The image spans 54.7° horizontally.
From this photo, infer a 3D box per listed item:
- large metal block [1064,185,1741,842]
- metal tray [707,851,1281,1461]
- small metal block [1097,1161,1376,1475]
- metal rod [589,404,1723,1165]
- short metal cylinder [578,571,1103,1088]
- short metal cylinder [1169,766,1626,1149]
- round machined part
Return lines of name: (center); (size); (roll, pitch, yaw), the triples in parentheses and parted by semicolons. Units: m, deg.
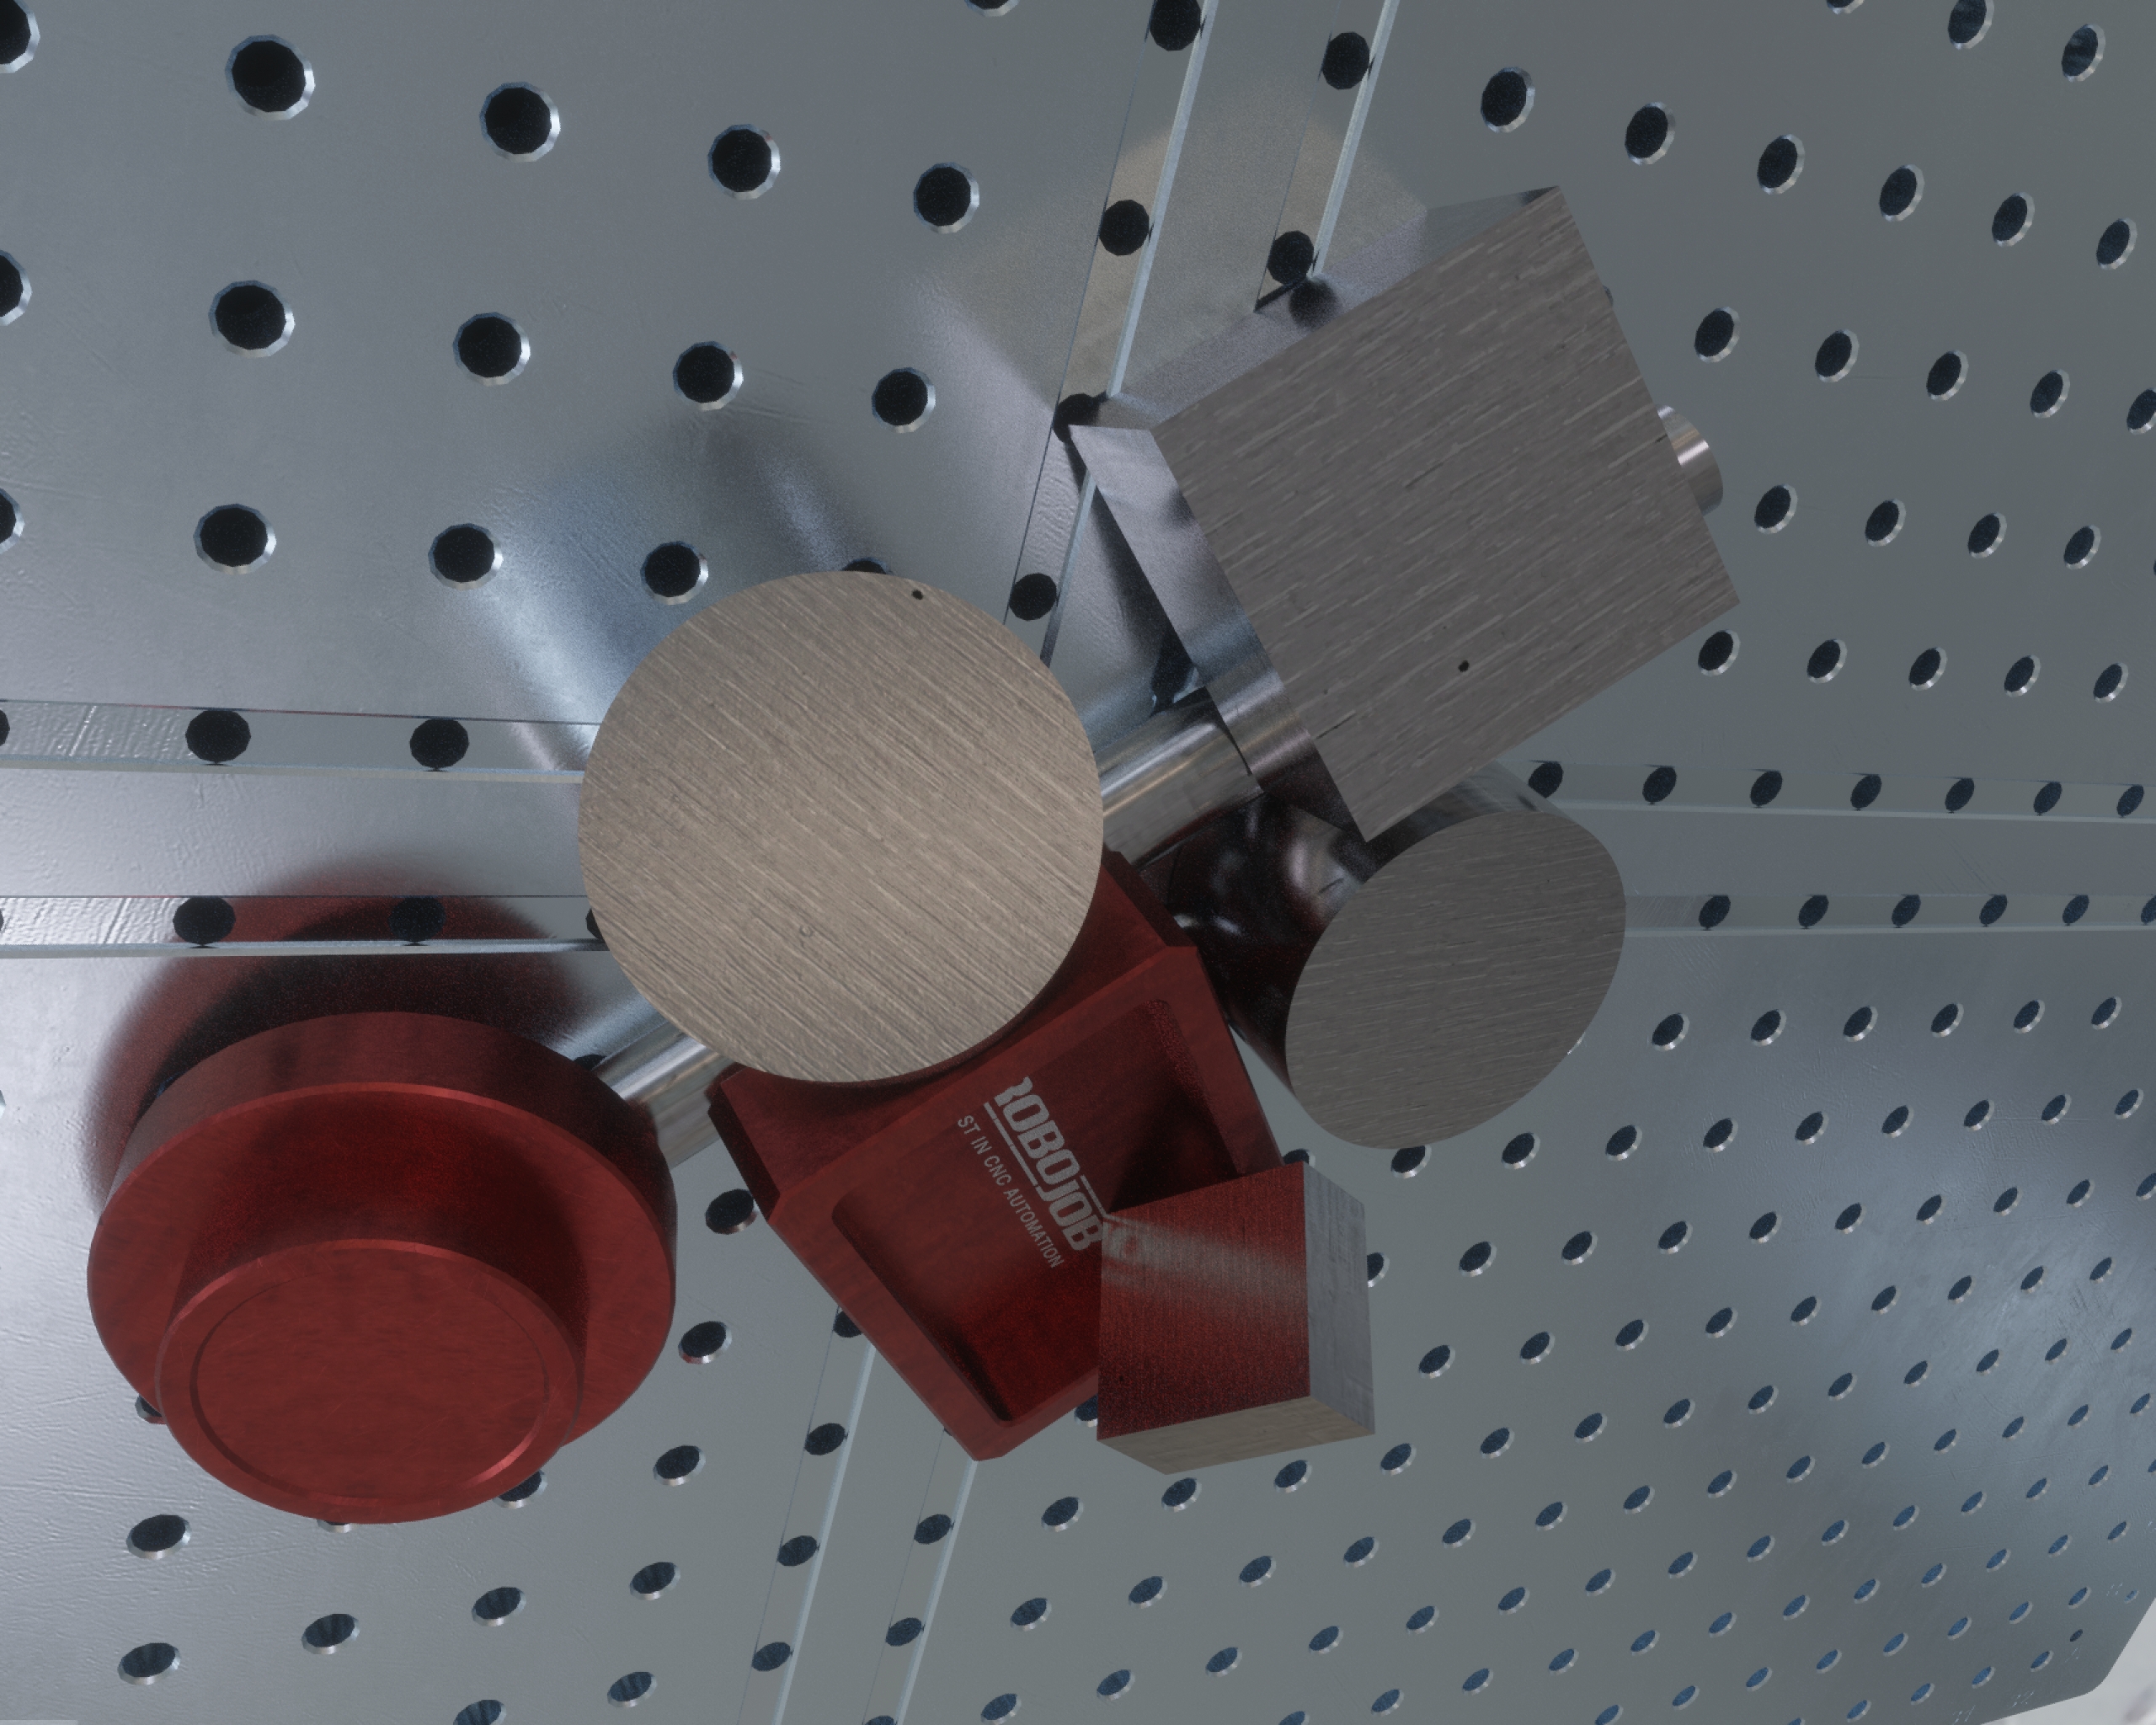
large metal block: (0.057, -0.062, 0.372); (0.080, 0.050, 0.080); (-32, 109, -7)
metal tray: (-0.007, 0.065, 0.425); (0.090, 0.030, 0.130); (-33, 142, -7)
small metal block: (0.032, 0.095, 0.434); (0.050, 0.050, 0.025); (-21, 139, 30)
metal rod: (-0.003, -0.003, 0.410); (0.301, 0.025, 0.025); (-32, 129, -7)
short metal cylinder: (-0.037, -0.003, 0.346); (0.081, 0.050, 0.080); (0, 82, -3)
short metal cylinder: (0.066, 0.013, 0.438); (0.081, 0.050, 0.079); (-14, 124, -21)
round machined part: (-0.121, 0.077, 0.365); (0.099, 0.042, 0.097); (-5, 124, -7)
